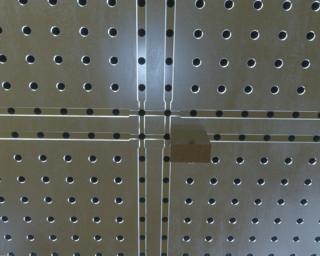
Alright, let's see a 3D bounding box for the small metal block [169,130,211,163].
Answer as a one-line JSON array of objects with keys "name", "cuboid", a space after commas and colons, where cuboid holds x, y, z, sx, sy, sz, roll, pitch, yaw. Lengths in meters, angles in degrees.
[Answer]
[{"name": "small metal block", "cuboid": [0.038, 0.023, 0.409, 0.050, 0.050, 0.025, 1, 110, -1]}]
